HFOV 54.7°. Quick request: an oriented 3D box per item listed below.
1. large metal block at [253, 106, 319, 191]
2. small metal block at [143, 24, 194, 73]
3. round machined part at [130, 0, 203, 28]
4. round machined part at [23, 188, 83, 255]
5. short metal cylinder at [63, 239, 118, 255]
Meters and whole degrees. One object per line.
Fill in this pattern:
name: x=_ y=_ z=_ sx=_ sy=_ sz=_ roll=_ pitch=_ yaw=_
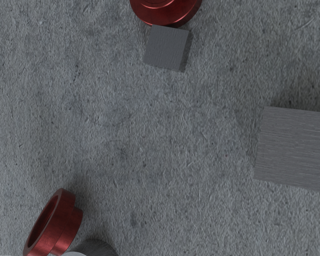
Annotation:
large metal block: x=0.152 y=0.021 z=0.342 sx=0.080 sy=0.050 sz=0.079 roll=9 pitch=93 yaw=19
small metal block: x=0.011 y=-0.103 z=0.404 sx=0.050 sy=0.025 sz=0.050 roll=16 pitch=95 yaw=19
round machined part: x=0.004 y=-0.180 z=0.398 sx=0.098 sy=0.042 sz=0.097 roll=0 pitch=90 yaw=19
round machined part: x=-0.143 y=0.137 z=0.429 sx=0.042 sy=0.098 sz=0.098 roll=33 pitch=103 yaw=-19
short metal cylinder: x=-0.101 y=0.202 z=0.430 sx=0.080 sy=0.050 sz=0.079 roll=0 pitch=90 yaw=19
